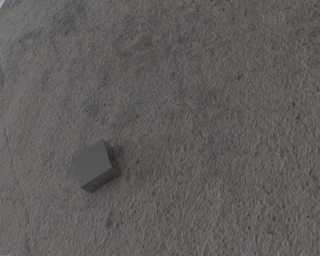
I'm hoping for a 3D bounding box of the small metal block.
[{"bbox_3d":[-0.085,0.051,0.419,0.050,0.025,0.050,-32,51,7],"label":"small metal block"}]
